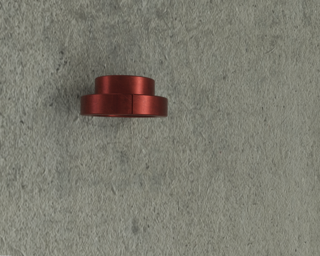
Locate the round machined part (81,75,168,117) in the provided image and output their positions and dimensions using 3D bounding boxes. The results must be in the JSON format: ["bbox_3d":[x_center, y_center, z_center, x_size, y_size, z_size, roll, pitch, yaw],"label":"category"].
[{"bbox_3d":[-0.040,-0.035,0.355,0.099,0.098,0.042,1,90,-20],"label":"round machined part"}]
